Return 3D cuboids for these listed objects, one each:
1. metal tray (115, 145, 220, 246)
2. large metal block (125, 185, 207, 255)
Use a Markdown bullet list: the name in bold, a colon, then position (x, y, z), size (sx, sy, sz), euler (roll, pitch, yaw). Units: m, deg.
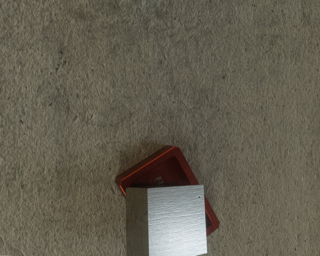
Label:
- **metal tray**: position (0.012, 0.099, 0.410), size (0.091, 0.030, 0.130), euler (-31, 100, -17)
- **large metal block**: position (0.007, 0.110, 0.369), size (0.081, 0.050, 0.080), euler (4, 80, -34)
